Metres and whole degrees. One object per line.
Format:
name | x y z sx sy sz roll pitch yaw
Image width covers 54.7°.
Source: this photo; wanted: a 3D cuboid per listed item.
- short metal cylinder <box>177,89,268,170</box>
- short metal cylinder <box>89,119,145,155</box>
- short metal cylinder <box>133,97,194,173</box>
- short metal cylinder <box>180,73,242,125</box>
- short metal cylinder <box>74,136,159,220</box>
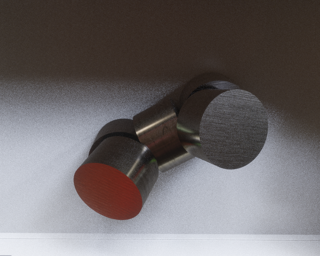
short metal cylinder | 0.065 -0.001 0.327 0.081 0.050 0.079 -3 98 -22
short metal cylinder | -0.049 0.033 0.408 0.081 0.050 0.079 0 110 -1
short metal cylinder | 0.009 0.008 0.383 0.050 0.080 0.080 -28 108 9
short metal cylinder | 0.067 -0.025 0.388 0.081 0.050 0.079 0 110 -1
short metal cylinder | -0.048 0.056 0.348 0.080 0.050 0.079 11 125 16
